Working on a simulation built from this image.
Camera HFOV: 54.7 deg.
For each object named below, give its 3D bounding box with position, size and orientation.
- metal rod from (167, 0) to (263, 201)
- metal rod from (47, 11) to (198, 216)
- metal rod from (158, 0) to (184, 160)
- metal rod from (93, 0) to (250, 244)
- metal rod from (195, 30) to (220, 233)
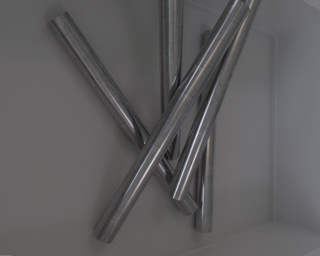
[{"bbox_3d":[0.070,-0.052,0.371,0.025,0.025,0.298,12,102,-40],"label":"metal rod"},{"bbox_3d":[-0.031,0.001,0.379,0.025,0.025,0.299,-48,118,-29],"label":"metal rod"},{"bbox_3d":[0.012,-0.084,0.332,0.025,0.025,0.298,-33,137,-35],"label":"metal rod"},{"bbox_3d":[0.011,-0.004,0.345,0.025,0.025,0.299,28,94,-37],"label":"metal rod"},{"bbox_3d":[0.072,0.003,0.466,0.025,0.025,0.298,5,87,-40],"label":"metal rod"}]
